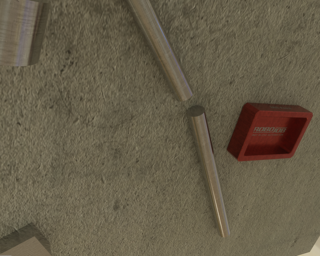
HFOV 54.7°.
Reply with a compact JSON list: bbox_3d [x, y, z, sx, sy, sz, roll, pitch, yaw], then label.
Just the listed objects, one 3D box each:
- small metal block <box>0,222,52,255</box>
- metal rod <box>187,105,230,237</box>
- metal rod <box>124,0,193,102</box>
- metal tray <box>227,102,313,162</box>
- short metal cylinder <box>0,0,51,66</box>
[{"bbox_3d":[-0.179,0.160,0.409,0.050,0.025,0.050,-26,128,-12],"label":"small metal block"},{"bbox_3d":[0.087,0.089,0.511,0.025,0.025,0.299,-28,128,-11],"label":"metal rod"},{"bbox_3d":[-0.030,-0.141,0.304,0.025,0.025,0.299,-36,130,-5],"label":"metal rod"},{"bbox_3d":[0.182,0.007,0.509,0.131,0.030,0.089,0,118,-29],"label":"metal tray"},{"bbox_3d":[-0.133,-0.087,0.245,0.081,0.080,0.050,6,115,-32],"label":"short metal cylinder"}]
